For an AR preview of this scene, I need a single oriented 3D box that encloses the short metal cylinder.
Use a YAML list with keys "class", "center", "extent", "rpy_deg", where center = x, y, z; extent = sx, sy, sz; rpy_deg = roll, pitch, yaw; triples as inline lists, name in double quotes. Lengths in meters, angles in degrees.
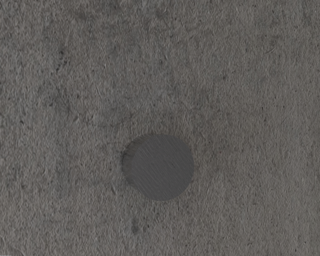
- class: "short metal cylinder"
  center: [-0.004, 0.047, 0.394]
  extent: [0.081, 0.050, 0.080]
  rpy_deg: [0, 90, -20]
